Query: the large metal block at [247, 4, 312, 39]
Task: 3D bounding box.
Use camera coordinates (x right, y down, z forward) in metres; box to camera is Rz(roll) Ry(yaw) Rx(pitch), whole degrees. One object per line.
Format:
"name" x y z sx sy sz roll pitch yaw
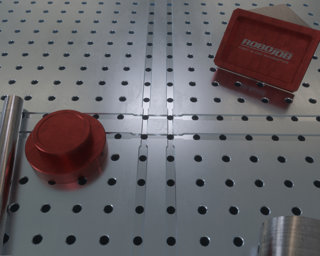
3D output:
"large metal block" 0.193 -0.164 0.531 0.081 0.050 0.080 -13 51 -11

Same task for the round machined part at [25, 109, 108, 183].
"round machined part" -0.116 0.015 0.383 0.099 0.042 0.098 0 50 0

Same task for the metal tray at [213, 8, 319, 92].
"metal tray" 0.159 -0.117 0.466 0.130 0.089 0.030 24 11 19

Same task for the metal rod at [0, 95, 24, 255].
"metal rod" -0.180 0.076 0.342 0.025 0.025 0.300 -8 50 -6

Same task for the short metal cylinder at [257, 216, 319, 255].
"short metal cylinder" 0.127 0.120 0.272 0.080 0.080 0.050 14 52 12
